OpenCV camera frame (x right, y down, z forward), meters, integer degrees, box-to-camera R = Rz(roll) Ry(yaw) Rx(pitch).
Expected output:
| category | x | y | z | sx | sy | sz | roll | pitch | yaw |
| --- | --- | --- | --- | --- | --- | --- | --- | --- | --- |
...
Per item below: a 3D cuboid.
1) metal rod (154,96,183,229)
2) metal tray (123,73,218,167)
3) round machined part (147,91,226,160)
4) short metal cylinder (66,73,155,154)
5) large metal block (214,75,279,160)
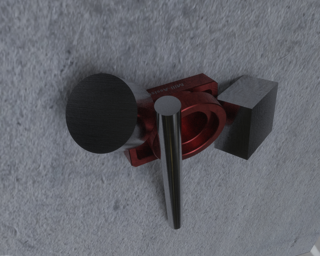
| category | x | y | z | sx | sy | sz | roll | pitch | yaw |
| --- | --- | --- | --- | --- | --- | --- | --- | --- | --- |
| metal rod | 0.017 | 0.069 | 0.405 | 0.025 | 0.025 | 0.299 | -25 | 145 | -14 |
| metal tray | 0.013 | -0.011 | 0.407 | 0.131 | 0.030 | 0.089 | -19 | 126 | -18 |
| round machined part | 0.028 | -0.006 | 0.379 | 0.099 | 0.042 | 0.097 | -19 | 142 | -16 |
| short metal cylinder | -0.051 | -0.014 | 0.329 | 0.080 | 0.080 | 0.050 | -55 | 164 | 11 |
| large metal block | 0.118 | -0.017 | 0.427 | 0.080 | 0.050 | 0.079 | -38 | 135 | -38 |
